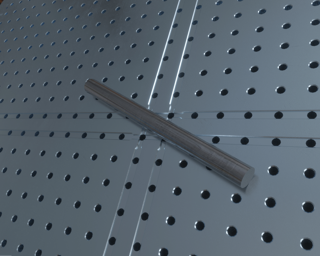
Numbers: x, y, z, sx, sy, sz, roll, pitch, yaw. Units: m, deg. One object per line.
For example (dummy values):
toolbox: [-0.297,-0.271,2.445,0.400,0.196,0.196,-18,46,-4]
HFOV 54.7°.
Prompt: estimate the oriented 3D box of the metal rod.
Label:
metal rod: [-0.010,-0.008,0.417,0.300,0.025,0.025,31,79,37]
